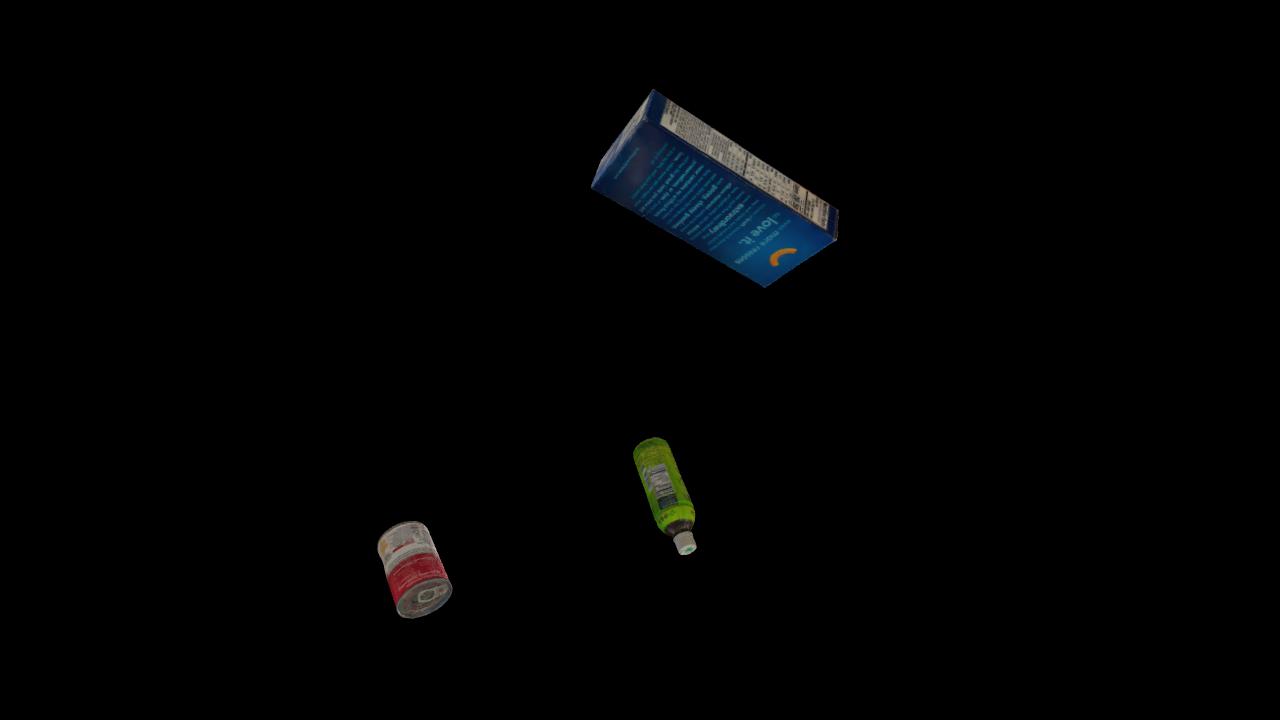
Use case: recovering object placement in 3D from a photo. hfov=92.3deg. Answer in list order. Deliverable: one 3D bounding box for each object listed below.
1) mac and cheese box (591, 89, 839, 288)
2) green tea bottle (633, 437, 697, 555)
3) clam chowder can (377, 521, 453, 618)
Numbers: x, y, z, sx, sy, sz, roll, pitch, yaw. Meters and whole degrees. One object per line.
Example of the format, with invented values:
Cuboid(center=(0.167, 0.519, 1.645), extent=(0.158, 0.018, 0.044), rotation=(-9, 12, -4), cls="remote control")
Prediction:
Cuboid(center=(0.062, -0.133, 0.507), extent=(0.184, 0.041, 0.093), rotation=(26, -32, -20), cls="mac and cheese box")
Cuboid(center=(0.046, 0.230, 1.042), extent=(0.073, 0.073, 0.212), rotation=(0, 42, -19), cls="green tea bottle")
Cuboid(center=(-0.288, 0.264, 0.782), extent=(0.068, 0.068, 0.102), rotation=(0, 34, -39), cls="clam chowder can")
